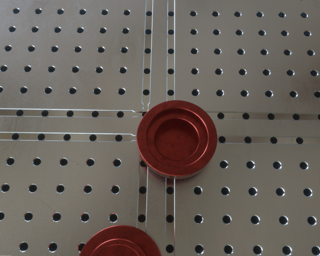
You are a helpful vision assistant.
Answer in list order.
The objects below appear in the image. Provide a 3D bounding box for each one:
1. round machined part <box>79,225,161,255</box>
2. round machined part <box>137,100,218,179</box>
[{"bbox_3d":[-0.045,0.159,0.344,0.099,0.042,0.098,0,70,0],"label":"round machined part"},{"bbox_3d":[0.021,0.017,0.397,0.099,0.042,0.098,0,70,0],"label":"round machined part"}]
